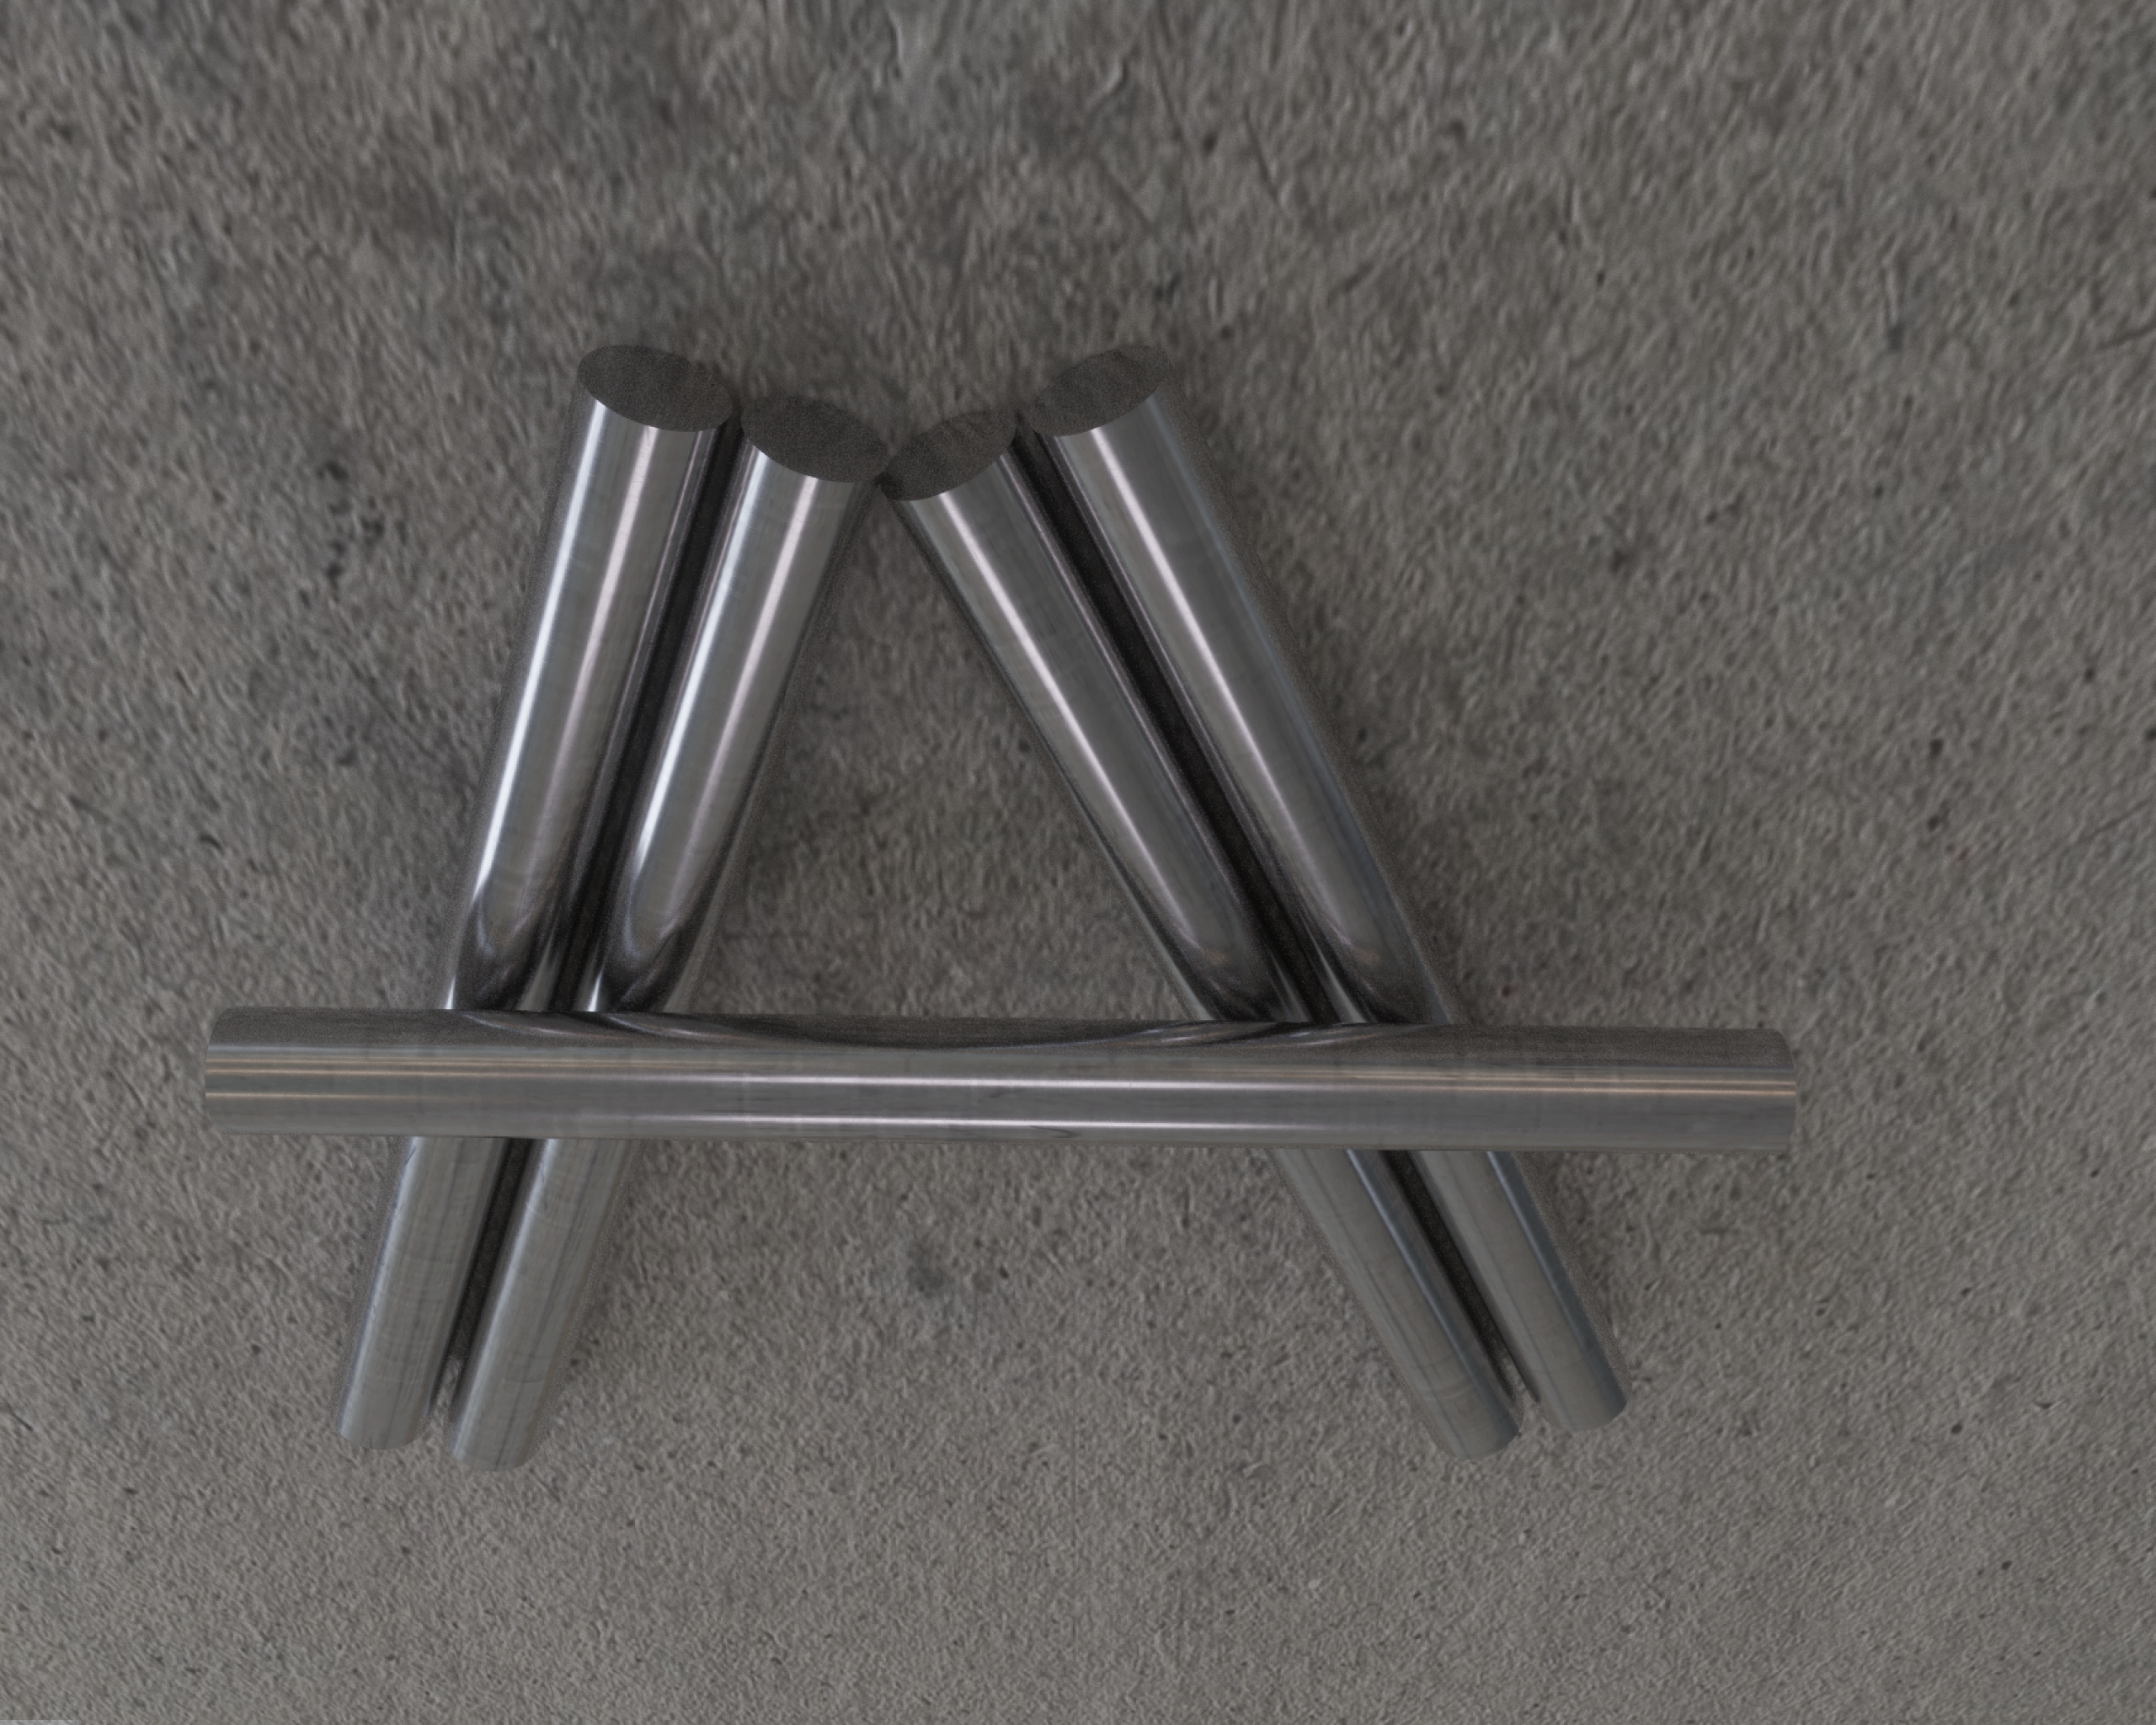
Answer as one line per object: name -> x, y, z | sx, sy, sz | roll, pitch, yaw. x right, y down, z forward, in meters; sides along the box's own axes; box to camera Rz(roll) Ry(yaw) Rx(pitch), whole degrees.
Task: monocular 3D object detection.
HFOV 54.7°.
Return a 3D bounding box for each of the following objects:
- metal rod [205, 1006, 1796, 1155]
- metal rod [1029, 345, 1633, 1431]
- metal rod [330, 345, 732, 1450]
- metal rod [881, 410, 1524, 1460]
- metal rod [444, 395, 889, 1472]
metal rod -> -0.013, 0.043, 0.408 | 0.302, 0.025, 0.025 | 1, 130, -1
metal rod -> 0.064, 0.027, 0.430 | 0.025, 0.025, 0.299 | -19, 128, 15
metal rod -> -0.121, 0.029, 0.430 | 0.025, 0.025, 0.298 | 16, 128, -13
metal rod -> 0.039, 0.036, 0.437 | 0.025, 0.025, 0.299 | -19, 128, 15
metal rod -> -0.095, 0.036, 0.436 | 0.025, 0.025, 0.298 | 16, 128, -13
